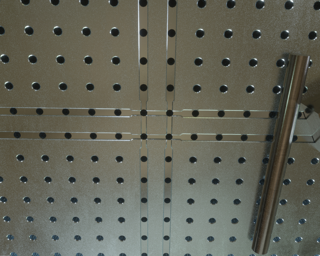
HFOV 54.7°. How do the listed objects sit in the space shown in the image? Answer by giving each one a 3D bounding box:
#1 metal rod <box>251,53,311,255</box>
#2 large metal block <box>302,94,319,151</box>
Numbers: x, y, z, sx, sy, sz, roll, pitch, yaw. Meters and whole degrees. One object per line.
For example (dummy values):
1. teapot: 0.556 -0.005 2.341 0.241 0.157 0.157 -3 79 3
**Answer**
1. metal rod: 0.164 0.049 0.432 0.025 0.025 0.298 3 110 -1
2. large metal block: 0.242 -0.009 0.399 0.080 0.050 0.080 -26 108 9
